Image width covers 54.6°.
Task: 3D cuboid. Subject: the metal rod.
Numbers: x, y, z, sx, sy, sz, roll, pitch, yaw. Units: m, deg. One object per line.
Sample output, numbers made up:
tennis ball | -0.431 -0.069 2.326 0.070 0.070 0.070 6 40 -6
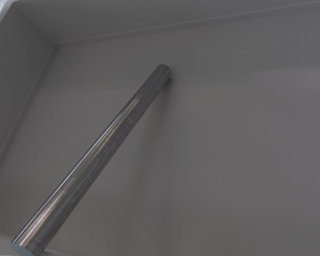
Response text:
metal rod | -0.051 0.008 0.351 0.025 0.025 0.301 0 37 28
